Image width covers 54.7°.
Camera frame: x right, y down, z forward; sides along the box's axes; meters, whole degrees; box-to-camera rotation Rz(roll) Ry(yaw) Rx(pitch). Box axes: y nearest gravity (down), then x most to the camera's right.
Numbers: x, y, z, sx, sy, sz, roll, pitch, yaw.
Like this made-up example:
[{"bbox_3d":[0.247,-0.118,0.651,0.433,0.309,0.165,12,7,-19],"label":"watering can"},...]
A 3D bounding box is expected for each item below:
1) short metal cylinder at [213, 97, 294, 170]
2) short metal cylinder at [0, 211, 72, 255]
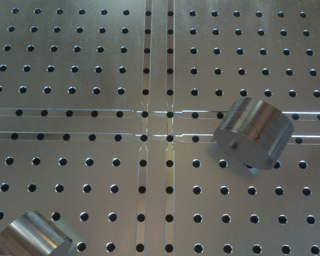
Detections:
[{"bbox_3d":[0.114,0.008,0.380,0.080,0.080,0.050,33,74,11],"label":"short metal cylinder"},{"bbox_3d":[-0.142,0.137,0.331,0.050,0.080,0.080,35,74,12],"label":"short metal cylinder"}]
